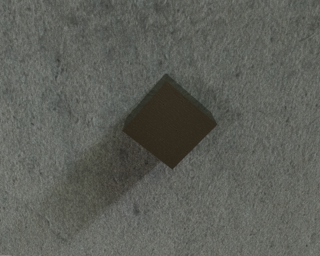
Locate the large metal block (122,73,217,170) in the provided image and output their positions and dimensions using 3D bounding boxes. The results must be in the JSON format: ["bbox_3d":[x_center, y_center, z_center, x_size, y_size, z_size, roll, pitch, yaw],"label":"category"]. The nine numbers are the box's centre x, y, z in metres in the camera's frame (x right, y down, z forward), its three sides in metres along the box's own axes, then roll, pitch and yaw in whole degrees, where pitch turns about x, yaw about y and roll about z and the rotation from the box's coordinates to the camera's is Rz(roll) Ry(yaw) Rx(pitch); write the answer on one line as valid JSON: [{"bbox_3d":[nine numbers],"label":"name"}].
[{"bbox_3d":[0.012,-0.009,0.393,0.080,0.050,0.080,39,105,-13],"label":"large metal block"}]
